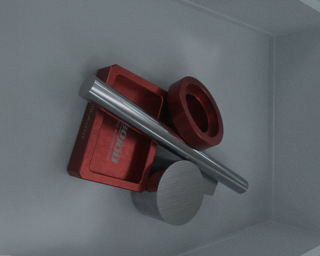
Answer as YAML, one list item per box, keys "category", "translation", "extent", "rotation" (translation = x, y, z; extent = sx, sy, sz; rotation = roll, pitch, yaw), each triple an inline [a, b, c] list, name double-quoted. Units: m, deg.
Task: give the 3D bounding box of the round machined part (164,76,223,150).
- category: "round machined part"
  translation: [0.040, -0.016, 0.413]
  extent: [0.098, 0.042, 0.098]
  rotation: [32, 45, -39]

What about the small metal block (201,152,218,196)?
- category: "small metal block"
  translation: [0.064, 0.066, 0.460]
  extent: [0.050, 0.025, 0.050]
  rotation: [39, 66, -34]

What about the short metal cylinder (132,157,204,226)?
- category: "short metal cylinder"
  translation: [0.011, 0.079, 0.399]
  extent: [0.081, 0.050, 0.079]
  rotation: [0, 90, -40]

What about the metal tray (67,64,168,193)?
- category: "metal tray"
  translation: [-0.044, 0.003, 0.364]
  extent: [0.090, 0.030, 0.130]
  rotation: [24, 75, -38]

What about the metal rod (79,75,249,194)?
- category: "metal rod"
  translation: [0.028, 0.025, 0.393]
  extent: [0.301, 0.025, 0.025]
  rotation: [34, 69, -38]
